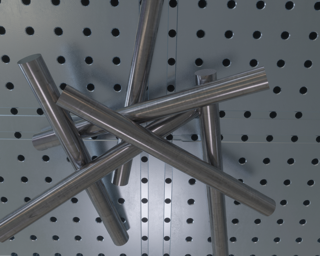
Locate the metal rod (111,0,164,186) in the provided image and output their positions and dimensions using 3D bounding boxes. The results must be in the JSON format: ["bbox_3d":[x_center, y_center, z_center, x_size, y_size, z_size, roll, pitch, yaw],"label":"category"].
[{"bbox_3d":[-0.027,-0.061,0.390,0.025,0.025,0.298,11,110,-4],"label":"metal rod"}]

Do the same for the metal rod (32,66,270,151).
[{"bbox_3d":[-0.027,-0.016,0.369,0.300,0.025,0.025,-15,110,20],"label":"metal rod"}]

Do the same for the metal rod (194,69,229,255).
[{"bbox_3d":[0.074,0.068,0.421,0.025,0.025,0.298,-8,117,3],"label":"metal rod"}]

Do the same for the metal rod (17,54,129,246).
[{"bbox_3d":[-0.097,0.050,0.397,0.025,0.025,0.299,-14,122,5],"label":"metal rod"}]

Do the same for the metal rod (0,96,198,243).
[{"bbox_3d":[-0.061,0.040,0.379,0.301,0.025,0.025,-33,108,-8],"label":"metal rod"}]

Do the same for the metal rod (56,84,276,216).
[{"bbox_3d":[0.021,0.036,0.372,0.301,0.025,0.025,30,108,-17],"label":"metal rod"}]
